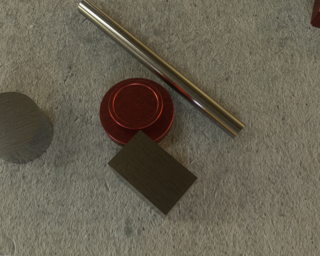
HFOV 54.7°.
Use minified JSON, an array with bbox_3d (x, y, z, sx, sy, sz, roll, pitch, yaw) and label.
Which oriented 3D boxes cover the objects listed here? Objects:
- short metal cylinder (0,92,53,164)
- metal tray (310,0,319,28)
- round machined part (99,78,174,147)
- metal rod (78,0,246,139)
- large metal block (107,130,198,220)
[{"bbox_3d":[-0.184,0.001,0.392,0.081,0.050,0.080,0,70,0],"label":"short metal cylinder"},{"bbox_3d":[0.297,-0.209,0.486,0.090,0.030,0.130,17,71,5],"label":"metal tray"},{"bbox_3d":[-0.030,-0.024,0.407,0.099,0.042,0.098,0,70,-1],"label":"round machined part"},{"bbox_3d":[-0.006,-0.091,0.441,0.300,0.025,0.025,41,75,13],"label":"metal rod"},{"bbox_3d":[-0.008,0.057,0.358,0.080,0.080,0.050,39,75,13],"label":"large metal block"}]
